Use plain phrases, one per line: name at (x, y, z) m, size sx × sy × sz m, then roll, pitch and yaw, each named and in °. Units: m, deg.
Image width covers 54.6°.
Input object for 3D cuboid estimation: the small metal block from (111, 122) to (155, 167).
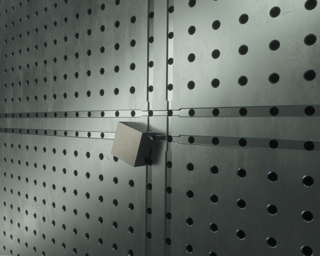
small metal block at (-0.040, 0.022, 0.444) m, size 0.050 × 0.025 × 0.050 m, roll 23°, pitch 105°, yaw 37°
